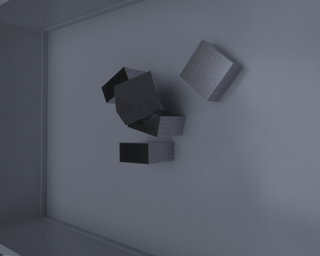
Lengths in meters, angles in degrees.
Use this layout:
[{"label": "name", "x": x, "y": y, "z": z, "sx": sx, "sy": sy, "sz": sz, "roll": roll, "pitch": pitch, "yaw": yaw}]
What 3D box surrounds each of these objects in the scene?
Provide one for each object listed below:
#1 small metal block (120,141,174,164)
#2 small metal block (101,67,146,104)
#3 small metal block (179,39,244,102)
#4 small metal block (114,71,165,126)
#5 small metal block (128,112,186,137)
[{"label": "small metal block", "x": -0.017, "y": 0.031, "z": 0.405, "sx": 0.050, "sy": 0.050, "sz": 0.025, "roll": -1, "pitch": 89, "yaw": 40}, {"label": "small metal block", "x": -0.043, "y": -0.055, "z": 0.425, "sx": 0.050, "sy": 0.050, "sz": 0.025, "roll": -34, "pitch": 67, "yaw": 35}, {"label": "small metal block", "x": 0.058, "y": -0.066, "z": 0.359, "sx": 0.050, "sy": 0.025, "sz": 0.050, "roll": 48, "pitch": 118, "yaw": 29}, {"label": "small metal block", "x": -0.026, "y": -0.037, "z": 0.375, "sx": 0.050, "sy": 0.025, "sz": 0.050, "roll": -21, "pitch": 43, "yaw": 8}, {"label": "small metal block", "x": -0.004, "y": -0.008, "z": 0.394, "sx": 0.050, "sy": 0.050, "sz": 0.025, "roll": 18, "pitch": 102, "yaw": 38}]
